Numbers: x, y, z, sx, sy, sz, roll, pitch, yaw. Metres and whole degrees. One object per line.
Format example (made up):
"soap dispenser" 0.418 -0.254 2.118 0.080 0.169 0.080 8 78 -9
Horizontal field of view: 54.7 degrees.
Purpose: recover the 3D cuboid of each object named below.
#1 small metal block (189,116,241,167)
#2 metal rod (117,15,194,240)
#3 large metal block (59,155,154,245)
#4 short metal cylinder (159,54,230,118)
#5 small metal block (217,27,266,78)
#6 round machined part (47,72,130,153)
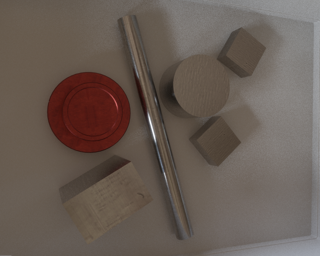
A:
"small metal block" 0.078 0.018 0.441 0.050 0.025 0.050 -43 104 -15
"metal rod" -0.004 0.004 0.410 0.025 0.025 0.298 -17 96 -20
"large metal block" -0.065 0.076 0.358 0.080 0.080 0.050 -31 101 -18
"short metal cylinder" 0.045 -0.053 0.415 0.081 0.050 0.079 0 90 -21
"small metal block" 0.120 -0.110 0.456 0.050 0.025 0.050 33 79 -18
"round machined part" -0.083 -0.019 0.371 0.099 0.042 0.097 0 90 -21
